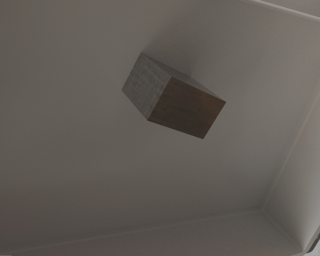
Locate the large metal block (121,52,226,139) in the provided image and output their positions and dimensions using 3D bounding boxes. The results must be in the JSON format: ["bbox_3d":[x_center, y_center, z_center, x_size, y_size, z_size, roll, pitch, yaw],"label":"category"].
[{"bbox_3d":[0.014,-0.037,0.357,0.080,0.080,0.050,18,109,-35],"label":"large metal block"}]
